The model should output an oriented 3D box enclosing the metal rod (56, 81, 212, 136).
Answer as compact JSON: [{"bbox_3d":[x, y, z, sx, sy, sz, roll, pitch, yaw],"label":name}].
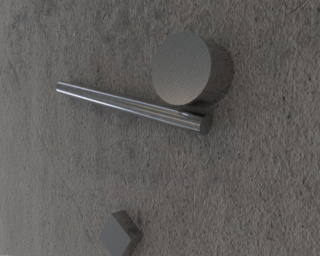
[{"bbox_3d":[-0.059,-0.037,0.453,0.300,0.025,0.025,17,101,38],"label":"metal rod"}]

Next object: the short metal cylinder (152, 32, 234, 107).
[{"bbox_3d":[0.037,-0.065,0.358,0.080,0.050,0.080,0,90,40],"label":"short metal cylinder"}]

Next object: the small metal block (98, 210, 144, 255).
[{"bbox_3d":[-0.058,0.158,0.453,0.050,0.025,0.050,43,116,31],"label":"small metal block"}]
